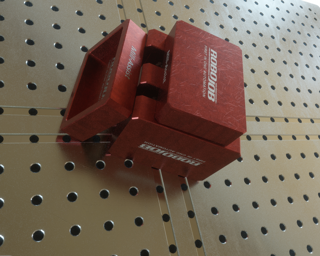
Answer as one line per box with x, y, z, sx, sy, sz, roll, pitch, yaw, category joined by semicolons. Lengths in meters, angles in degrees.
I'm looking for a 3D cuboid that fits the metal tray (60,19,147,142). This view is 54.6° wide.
-0.064;-0.057;0.363;0.030;0.090;0.130;35;47;-34;metal tray

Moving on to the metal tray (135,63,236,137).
0.021;-0.021;0.389;0.131;0.090;0.030;19;53;-19;metal tray

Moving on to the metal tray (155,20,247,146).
0.048;-0.053;0.346;0.091;0.030;0.130;19;54;-17;metal tray

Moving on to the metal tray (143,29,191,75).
0.028;-0.070;0.422;0.131;0.090;0.030;19;55;-17;metal tray

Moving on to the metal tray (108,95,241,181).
0.016;0.018;0.363;0.131;0.090;0.030;19;55;-17;metal tray
